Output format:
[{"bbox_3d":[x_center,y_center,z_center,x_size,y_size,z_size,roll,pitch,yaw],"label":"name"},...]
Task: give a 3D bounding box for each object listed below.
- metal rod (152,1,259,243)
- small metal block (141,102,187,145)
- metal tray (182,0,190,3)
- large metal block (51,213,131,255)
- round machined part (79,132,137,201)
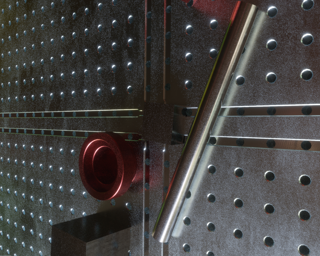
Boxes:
[{"bbox_3d":[0.047,0.005,0.368,0.025,0.025,0.298,30,108,36],"label":"metal rod"},{"bbox_3d":[0.004,-0.007,0.404,0.050,0.025,0.050,9,96,39],"label":"small metal block"},{"bbox_3d":[-0.012,-0.217,0.375,0.030,0.091,0.130,-44,64,31],"label":"metal tray"},{"bbox_3d":[-0.101,0.168,0.454,0.080,0.081,0.050,6,94,39],"label":"large metal block"},{"bbox_3d":[-0.073,0.054,0.456,0.098,0.042,0.097,0,90,39],"label":"round machined part"}]
